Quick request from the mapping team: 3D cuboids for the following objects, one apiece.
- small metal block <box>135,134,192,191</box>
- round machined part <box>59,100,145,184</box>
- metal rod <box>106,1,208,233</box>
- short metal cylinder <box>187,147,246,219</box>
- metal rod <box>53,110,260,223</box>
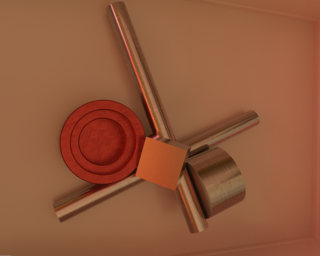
[{"bbox_3d":[0.004,0.040,0.368,0.050,0.025,0.050,18,101,13],"label":"small metal block"},{"bbox_3d":[-0.071,0.016,0.375,0.099,0.042,0.097,0,90,-21],"label":"round machined part"},{"bbox_3d":[-0.003,-0.013,0.390,0.025,0.025,0.299,-21,90,-19],"label":"metal rod"},{"bbox_3d":[0.065,0.071,0.405,0.050,0.080,0.080,-21,97,-19],"label":"short metal cylinder"},{"bbox_3d":[0.009,0.043,0.414,0.302,0.025,0.025,-24,98,-19],"label":"metal rod"}]
